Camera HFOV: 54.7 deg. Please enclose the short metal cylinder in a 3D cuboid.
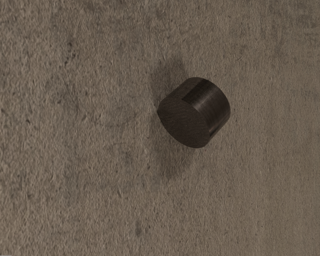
[{"bbox_3d":[0.045,-0.020,0.409,0.050,0.080,0.080,-43,117,-32],"label":"short metal cylinder"}]
